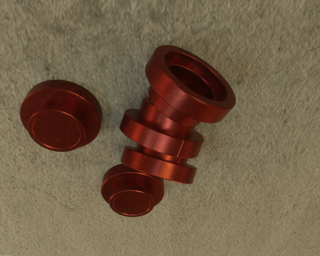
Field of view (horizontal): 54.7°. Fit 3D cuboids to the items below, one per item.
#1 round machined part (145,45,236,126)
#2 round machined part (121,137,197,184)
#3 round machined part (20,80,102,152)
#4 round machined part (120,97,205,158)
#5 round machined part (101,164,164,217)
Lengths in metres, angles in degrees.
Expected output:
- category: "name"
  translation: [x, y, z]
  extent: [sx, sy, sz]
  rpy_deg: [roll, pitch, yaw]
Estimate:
- category: "round machined part"
  translation: [0.027, -0.040, 0.326]
  extent: [0.099, 0.098, 0.042]
  rpy_deg: [23, 125, -19]
- category: "round machined part"
  translation: [0.002, 0.037, 0.404]
  extent: [0.099, 0.098, 0.042]
  rpy_deg: [18, 88, -15]
- category: "round machined part"
  translation: [-0.124, -0.008, 0.387]
  extent: [0.099, 0.042, 0.097]
  rpy_deg: [-1, 130, 0]
- category: "round machined part"
  translation: [0.006, -0.005, 0.362]
  extent: [0.099, 0.098, 0.042]
  rpy_deg: [17, 103, -15]
- category: "round machined part"
  translation: [-0.042, 0.102, 0.483]
  extent: [0.099, 0.042, 0.097]
  rpy_deg: [-1, 130, 0]
